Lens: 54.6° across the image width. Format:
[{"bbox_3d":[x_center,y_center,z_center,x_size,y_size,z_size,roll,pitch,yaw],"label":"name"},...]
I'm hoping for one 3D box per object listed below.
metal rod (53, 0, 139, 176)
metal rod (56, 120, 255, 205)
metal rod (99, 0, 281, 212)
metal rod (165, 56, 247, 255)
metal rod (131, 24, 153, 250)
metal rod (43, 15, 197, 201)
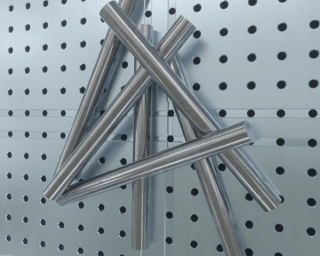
[{"bbox_3d":[-0.092,-0.060,0.445,0.025,0.025,0.299,26,98,18],"label":"metal rod"},{"bbox_3d":[-0.028,0.054,0.392,0.300,0.025,0.025,-23,82,30],"label":"metal rod"},{"bbox_3d":[0.036,-0.024,0.363,0.025,0.025,0.300,-40,92,16],"label":"metal rod"},{"bbox_3d":[0.052,0.036,0.394,0.025,0.025,0.299,-21,83,19],"label":"metal rod"},{"bbox_3d":[-0.024,0.012,0.421,0.025,0.025,0.298,1,90,20],"label":"metal rod"},{"bbox_3d":[-0.060,-0.017,0.406,0.025,0.025,0.299,44,104,14],"label":"metal rod"}]
